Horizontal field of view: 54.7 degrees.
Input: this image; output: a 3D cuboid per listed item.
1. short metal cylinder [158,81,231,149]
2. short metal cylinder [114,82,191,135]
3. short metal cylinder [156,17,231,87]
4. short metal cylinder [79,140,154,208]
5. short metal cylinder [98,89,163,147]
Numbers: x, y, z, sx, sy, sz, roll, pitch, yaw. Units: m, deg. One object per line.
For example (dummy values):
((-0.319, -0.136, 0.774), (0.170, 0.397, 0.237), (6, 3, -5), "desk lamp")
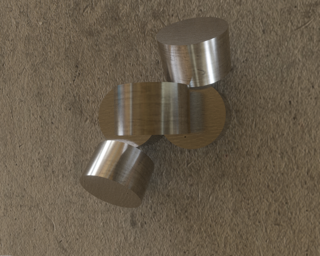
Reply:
((0.044, -0.015, 0.380), (0.080, 0.050, 0.079), (0, 90, 19), "short metal cylinder")
((-0.008, -0.018, 0.330), (0.080, 0.080, 0.050), (-1, 90, 19), "short metal cylinder")
((0.040, -0.089, 0.359), (0.080, 0.080, 0.050), (1, 129, 19), "short metal cylinder")
((-0.053, 0.060, 0.391), (0.080, 0.080, 0.050), (8, 54, 19), "short metal cylinder")
((-0.032, -0.015, 0.407), (0.080, 0.050, 0.079), (0, 90, 19), "short metal cylinder")
